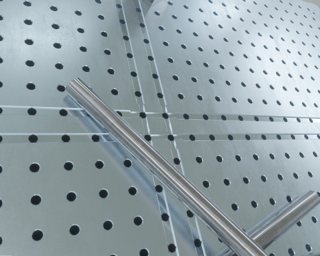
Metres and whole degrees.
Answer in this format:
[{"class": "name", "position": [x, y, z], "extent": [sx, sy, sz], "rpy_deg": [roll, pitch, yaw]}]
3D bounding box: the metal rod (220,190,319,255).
[{"class": "metal rod", "position": [0.112, 0.145, 0.379], "extent": [0.302, 0.025, 0.025], "rpy_deg": [-19, 72, -35]}]

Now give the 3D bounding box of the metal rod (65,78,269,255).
[{"class": "metal rod", "position": [0.002, 0.048, 0.362], "extent": [0.300, 0.025, 0.025], "rpy_deg": [43, 51, 8]}]

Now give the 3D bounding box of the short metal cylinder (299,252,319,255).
[{"class": "short metal cylinder", "position": [0.207, 0.197, 0.383], "extent": [0.081, 0.050, 0.080], "rpy_deg": [14, 56, -21]}]

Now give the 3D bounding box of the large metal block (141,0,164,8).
[{"class": "large metal block", "position": [0.002, -0.268, 0.538], "extent": [0.050, 0.080, 0.080], "rpy_deg": [43, 51, 1]}]
